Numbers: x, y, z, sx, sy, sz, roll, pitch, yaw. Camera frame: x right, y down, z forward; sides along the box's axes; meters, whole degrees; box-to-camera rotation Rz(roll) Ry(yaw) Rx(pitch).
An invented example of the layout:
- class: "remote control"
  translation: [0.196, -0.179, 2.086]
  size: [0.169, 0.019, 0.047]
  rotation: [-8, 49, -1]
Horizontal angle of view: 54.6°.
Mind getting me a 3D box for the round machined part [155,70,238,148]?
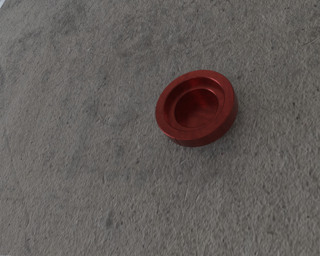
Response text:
- class: "round machined part"
  translation: [0.047, -0.020, 0.381]
  size: [0.098, 0.042, 0.098]
  rotation: [-13, 56, 21]
